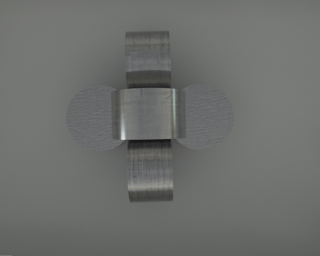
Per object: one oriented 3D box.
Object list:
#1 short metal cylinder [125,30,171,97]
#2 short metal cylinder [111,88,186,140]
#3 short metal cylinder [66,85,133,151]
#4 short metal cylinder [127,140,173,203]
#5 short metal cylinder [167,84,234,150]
[{"bbox_3d":[-0.014,-0.078,0.382,0.050,0.080,0.080,-2,90,-1],"label":"short metal cylinder"},{"bbox_3d":[-0.012,-0.014,0.338,0.081,0.080,0.050,-1,90,0],"label":"short metal cylinder"},{"bbox_3d":[-0.072,-0.012,0.396,0.081,0.050,0.080,0,90,0],"label":"short metal cylinder"},{"bbox_3d":[-0.011,0.050,0.382,0.050,0.080,0.080,-2,90,-1],"label":"short metal cylinder"},{"bbox_3d":[0.049,-0.013,0.397,0.081,0.050,0.080,0,90,0],"label":"short metal cylinder"}]
